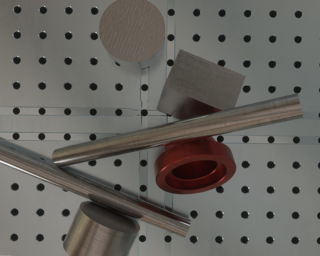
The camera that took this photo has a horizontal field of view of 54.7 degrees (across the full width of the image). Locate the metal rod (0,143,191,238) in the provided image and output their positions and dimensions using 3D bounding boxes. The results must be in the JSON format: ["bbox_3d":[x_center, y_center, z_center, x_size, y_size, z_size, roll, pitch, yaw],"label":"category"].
[{"bbox_3d":[-0.103,0.078,0.412,0.301,0.025,0.025,22,90,0],"label":"metal rod"}]

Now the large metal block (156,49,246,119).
[{"bbox_3d":[0.046,-0.042,0.381,0.080,0.080,0.050,22,74,0],"label":"large metal block"}]

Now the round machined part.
[{"bbox_3d":[0.041,0.042,0.387,0.099,0.098,0.042,-9,53,0],"label":"round machined part"}]

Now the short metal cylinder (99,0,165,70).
[{"bbox_3d":[-0.034,-0.120,0.400,0.081,0.050,0.080,0,90,0],"label":"short metal cylinder"}]

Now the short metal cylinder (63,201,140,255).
[{"bbox_3d":[-0.072,0.132,0.385,0.080,0.080,0.050,24,90,0],"label":"short metal cylinder"}]

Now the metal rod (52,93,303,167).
[{"bbox_3d":[0.000,0.009,0.356,0.300,0.025,0.025,-13,90,23],"label":"metal rod"}]
